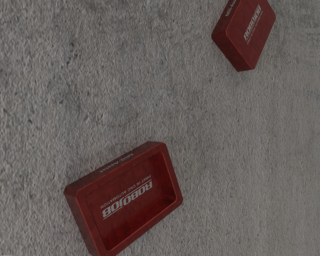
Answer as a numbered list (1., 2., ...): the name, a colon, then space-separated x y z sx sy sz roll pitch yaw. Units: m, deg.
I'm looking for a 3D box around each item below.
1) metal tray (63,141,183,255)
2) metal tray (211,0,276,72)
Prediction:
1. metal tray: -0.036 0.081 0.370 0.131 0.030 0.089 -28 108 -36
2. metal tray: 0.145 -0.172 0.522 0.090 0.030 0.130 41 65 -32
